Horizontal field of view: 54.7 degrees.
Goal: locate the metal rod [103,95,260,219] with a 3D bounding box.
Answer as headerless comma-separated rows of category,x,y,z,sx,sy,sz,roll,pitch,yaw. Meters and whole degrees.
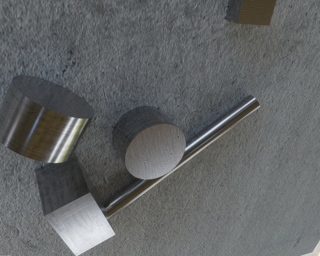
metal rod,0.018,0.049,0.447,0.301,0.025,0.025,-36,129,-4

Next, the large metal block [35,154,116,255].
large metal block,-0.102,0.089,0.371,0.050,0.080,0.080,-27,128,-12

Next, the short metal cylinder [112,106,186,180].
short metal cylinder,-0.015,0.018,0.394,0.081,0.050,0.079,-14,124,-21

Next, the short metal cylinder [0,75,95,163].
short metal cylinder,-0.112,-0.010,0.304,0.080,0.080,0.050,20,108,-36

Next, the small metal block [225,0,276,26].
small metal block,0.112,-0.153,0.373,0.050,0.025,0.050,-6,121,-25
